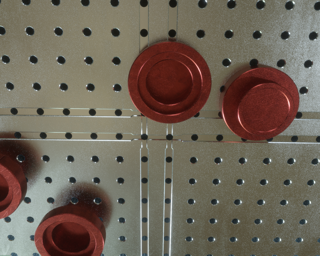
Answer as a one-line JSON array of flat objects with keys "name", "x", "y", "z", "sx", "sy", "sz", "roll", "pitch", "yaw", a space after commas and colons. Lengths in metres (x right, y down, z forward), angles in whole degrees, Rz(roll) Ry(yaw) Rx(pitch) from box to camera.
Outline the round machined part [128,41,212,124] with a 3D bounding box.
[{"name": "round machined part", "x": 0.012, "y": -0.058, "z": 0.383, "sx": 0.099, "sy": 0.042, "sz": 0.097, "roll": 0, "pitch": 110, "yaw": 0}]

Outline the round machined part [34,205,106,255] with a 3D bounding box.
[{"name": "round machined part", "x": -0.129, "y": 0.156, "z": 0.461, "sx": 0.099, "sy": 0.042, "sz": 0.097, "roll": 0, "pitch": 110, "yaw": 0}]

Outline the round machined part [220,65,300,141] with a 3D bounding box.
[{"name": "round machined part", "x": 0.129, "y": -0.028, "z": 0.395, "sx": 0.099, "sy": 0.042, "sz": 0.097, "roll": 0, "pitch": 110, "yaw": 0}]

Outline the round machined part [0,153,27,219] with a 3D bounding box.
[{"name": "round machined part", "x": -0.234, "y": 0.075, "z": 0.430, "sx": 0.099, "sy": 0.042, "sz": 0.097, "roll": 0, "pitch": 110, "yaw": 0}]
